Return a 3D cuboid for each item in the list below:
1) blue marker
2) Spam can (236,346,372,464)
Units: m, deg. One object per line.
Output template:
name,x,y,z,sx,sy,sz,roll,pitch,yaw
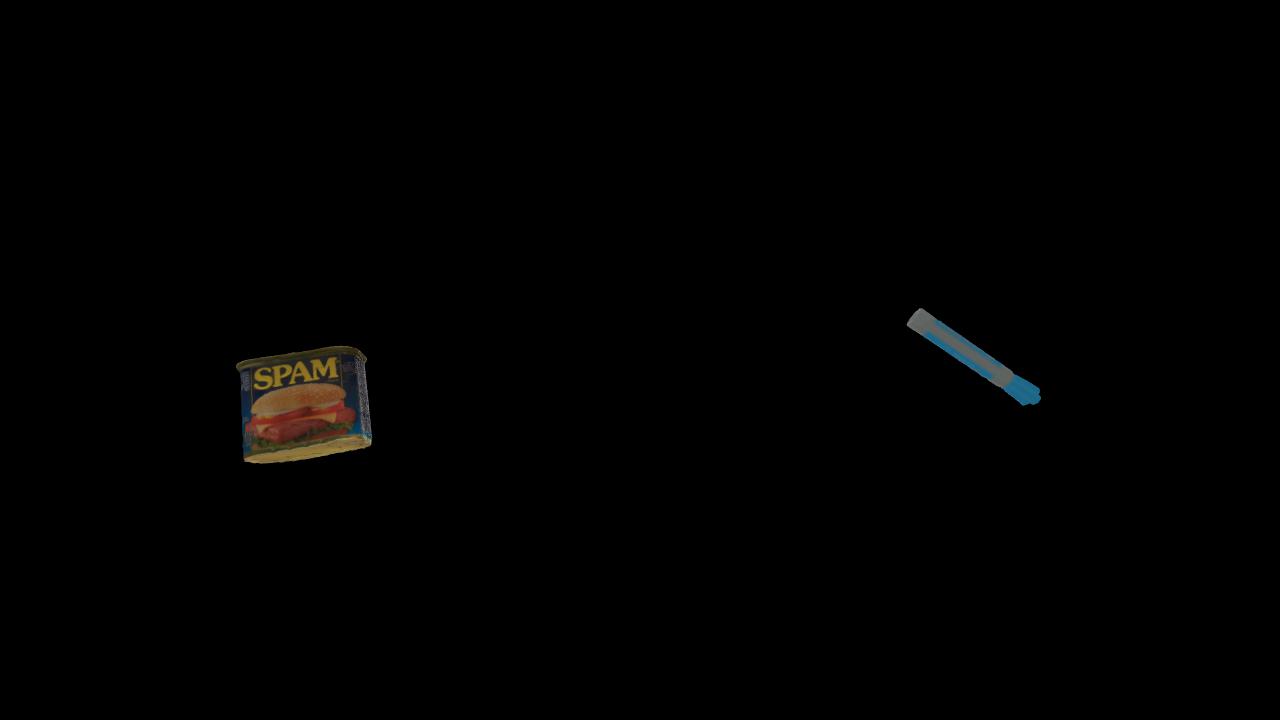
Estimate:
blue marker,0.282,-0.002,0.518,0.121,0.020,0.020,37,5,7
Spam can,-0.294,0.041,0.544,0.101,0.085,0.058,-9,-15,-9
